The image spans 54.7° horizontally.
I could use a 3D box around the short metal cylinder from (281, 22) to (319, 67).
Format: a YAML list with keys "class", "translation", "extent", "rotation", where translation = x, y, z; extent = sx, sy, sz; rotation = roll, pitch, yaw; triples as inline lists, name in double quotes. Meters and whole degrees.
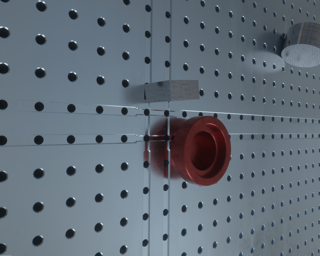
- class: "short metal cylinder"
  translation: [0.288, -0.164, 0.615]
  extent: [0.080, 0.080, 0.050]
  rotation: [31, 71, -36]

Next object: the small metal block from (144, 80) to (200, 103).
- class: "small metal block"
  translation: [0.015, -0.048, 0.406]
  extent: [0.050, 0.050, 0.025]
  rotation: [-7, 95, -40]

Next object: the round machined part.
- class: "round machined part"
  translation: [0.055, 0.032, 0.444]
  extent: [0.099, 0.042, 0.097]
  rotation: [0, 90, -40]
